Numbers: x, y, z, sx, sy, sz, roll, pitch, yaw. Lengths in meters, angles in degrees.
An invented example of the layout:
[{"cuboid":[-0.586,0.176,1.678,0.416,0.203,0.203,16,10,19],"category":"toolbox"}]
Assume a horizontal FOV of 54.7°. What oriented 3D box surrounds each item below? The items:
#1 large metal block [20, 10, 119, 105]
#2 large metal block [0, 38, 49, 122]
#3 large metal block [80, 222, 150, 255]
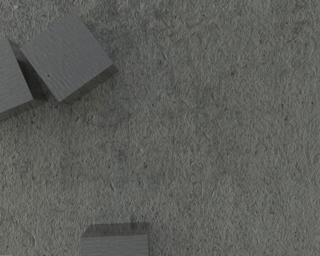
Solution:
[{"cuboid":[-0.112,-0.086,0.396,0.080,0.050,0.080,-36,90,0],"category":"large metal block"},{"cuboid":[-0.204,-0.056,0.396,0.080,0.050,0.080,-23,90,0],"category":"large metal block"},{"cuboid":[-0.053,0.170,0.397,0.081,0.050,0.080,-3,90,0],"category":"large metal block"}]
